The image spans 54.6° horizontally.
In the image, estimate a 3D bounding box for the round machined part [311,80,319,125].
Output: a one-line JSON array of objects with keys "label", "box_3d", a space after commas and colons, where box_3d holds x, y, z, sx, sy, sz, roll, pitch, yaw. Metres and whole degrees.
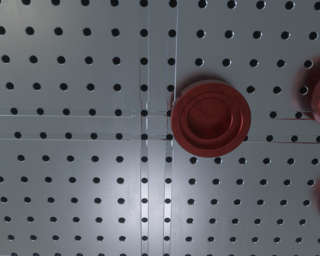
[{"label": "round machined part", "box_3d": [0.241, -0.039, 0.392, 0.099, 0.042, 0.097, 0, 110, 0]}]

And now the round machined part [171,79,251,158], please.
[{"label": "round machined part", "box_3d": [0.063, -0.015, 0.399, 0.099, 0.042, 0.097, 0, 110, 0]}]
